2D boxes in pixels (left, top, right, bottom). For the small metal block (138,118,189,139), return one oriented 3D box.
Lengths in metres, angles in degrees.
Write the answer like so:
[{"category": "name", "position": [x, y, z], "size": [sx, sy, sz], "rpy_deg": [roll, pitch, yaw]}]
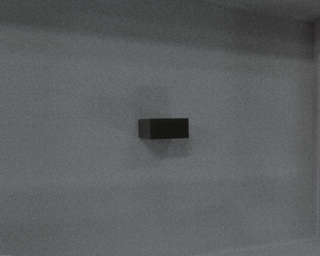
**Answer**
[{"category": "small metal block", "position": [0.004, 0.001, 0.400], "size": [0.050, 0.050, 0.025], "rpy_deg": [-1, 91, -20]}]
